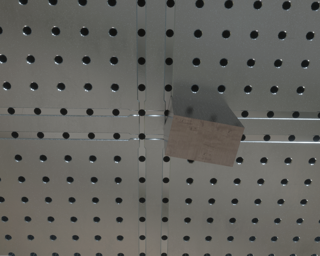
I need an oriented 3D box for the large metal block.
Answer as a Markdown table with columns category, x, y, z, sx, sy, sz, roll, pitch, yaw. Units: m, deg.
| category | x | y | z | sx | sy | sz | roll | pitch | yaw |
| --- | --- | --- | --- | --- | --- | --- | --- | --- | --- |
| large metal block | 0.049 | 0.002 | 0.385 | 0.081 | 0.080 | 0.050 | 10 | 110 | -4 |
